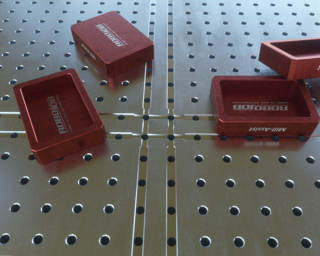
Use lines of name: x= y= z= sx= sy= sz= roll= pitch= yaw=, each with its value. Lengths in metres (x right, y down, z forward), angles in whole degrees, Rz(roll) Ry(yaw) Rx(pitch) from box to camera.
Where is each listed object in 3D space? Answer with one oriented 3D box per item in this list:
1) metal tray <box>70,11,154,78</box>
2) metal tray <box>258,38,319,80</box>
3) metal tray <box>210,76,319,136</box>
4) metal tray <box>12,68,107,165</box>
metal tray: x=-0.081 y=-0.146 z=0.527 sx=0.091 sy=0.030 sz=0.130 roll=-29 pitch=56 yaw=-22
metal tray: x=0.232 y=-0.109 z=0.473 sx=0.131 sy=0.030 sz=0.090 roll=-7 pitch=33 yaw=-12
metal tray: x=0.140 y=-0.032 z=0.432 sx=0.131 sy=0.030 sz=0.090 roll=0 pitch=50 yaw=0
metal tray: x=-0.138 y=-0.021 z=0.421 sx=0.091 sy=0.030 sz=0.130 roll=-21 pitch=53 yaw=-17
